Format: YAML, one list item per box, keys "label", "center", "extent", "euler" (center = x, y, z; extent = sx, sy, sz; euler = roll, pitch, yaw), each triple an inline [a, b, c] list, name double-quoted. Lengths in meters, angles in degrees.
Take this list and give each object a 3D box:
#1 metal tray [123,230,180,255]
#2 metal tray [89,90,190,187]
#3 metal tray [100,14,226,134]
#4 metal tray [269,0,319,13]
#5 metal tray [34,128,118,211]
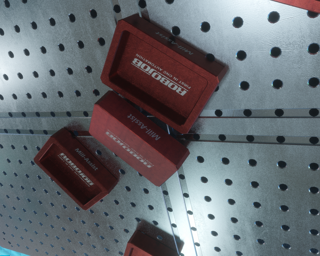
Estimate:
- label: "metal tray"
  center: [-0.025, 0.259, 0.581]
  extent: [0.090, 0.030, 0.129]
  euler: [26, 128, 12]
- label: "metal tray"
  center: [-0.033, 0.018, 0.418]
  extent: [0.130, 0.030, 0.090]
  euler: [38, 149, 2]
- label: "metal tray"
  center: [-0.001, -0.062, 0.369]
  extent: [0.130, 0.030, 0.089]
  euler: [33, 129, 6]
- label: "metal tray"
  center: [0.116, -0.151, 0.253]
  extent: [0.130, 0.030, 0.089]
  euler: [22, 127, 14]
- label: "metal tray"
  center: [-0.146, 0.073, 0.530]
  extent: [0.130, 0.030, 0.090]
  euler: [46, 129, -4]
